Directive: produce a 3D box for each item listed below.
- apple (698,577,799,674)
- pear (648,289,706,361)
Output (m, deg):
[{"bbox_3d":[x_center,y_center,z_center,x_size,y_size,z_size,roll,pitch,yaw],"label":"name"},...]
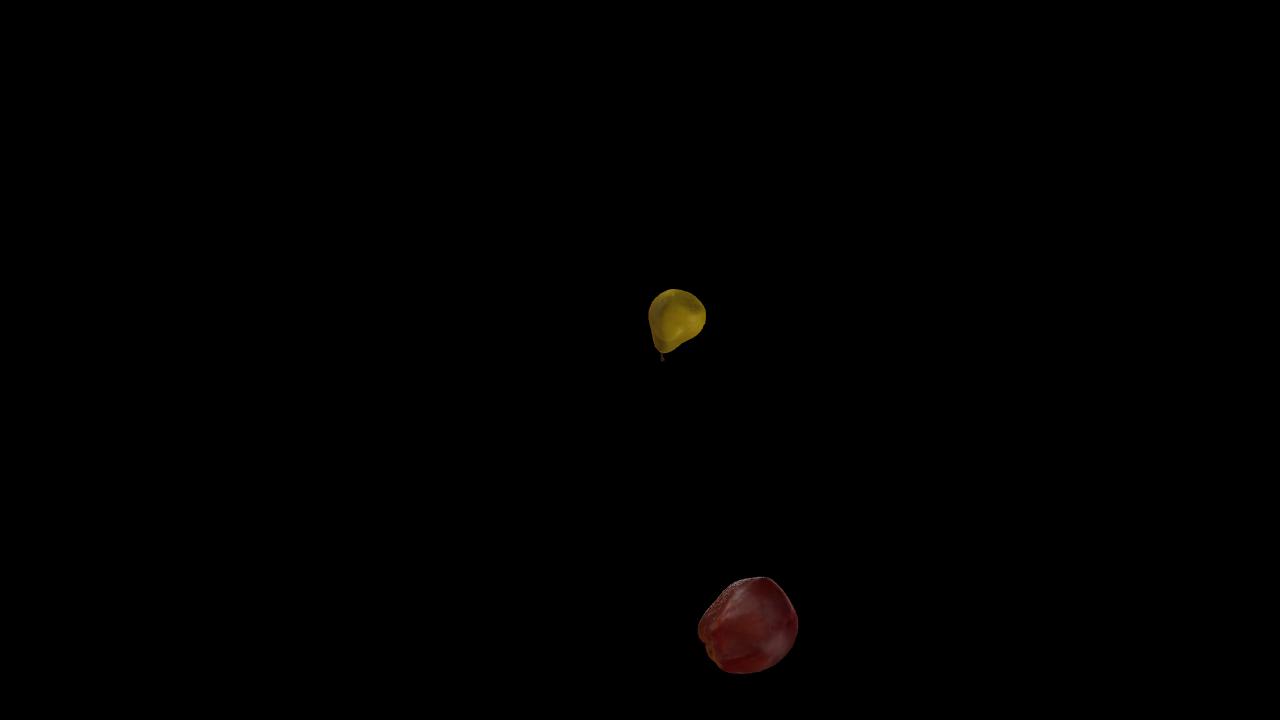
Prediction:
[{"bbox_3d":[0.103,0.248,0.575,0.093,0.079,0.079,-28,10,-19],"label":"apple"},{"bbox_3d":[0.041,-0.044,0.862,0.080,0.111,0.080,23,33,-16],"label":"pear"}]
